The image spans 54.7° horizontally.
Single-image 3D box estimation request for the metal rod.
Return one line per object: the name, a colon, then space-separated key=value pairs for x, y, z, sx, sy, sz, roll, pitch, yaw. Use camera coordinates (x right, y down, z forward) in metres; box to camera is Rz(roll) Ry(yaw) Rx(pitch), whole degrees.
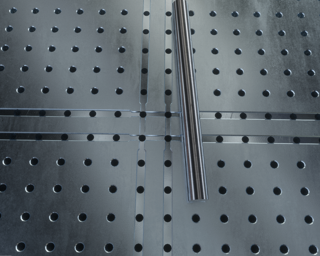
metal rod: x=0.039 y=-0.051 z=0.430 sx=0.025 sy=0.025 sz=0.299 roll=-3 pitch=70 yaw=-1
